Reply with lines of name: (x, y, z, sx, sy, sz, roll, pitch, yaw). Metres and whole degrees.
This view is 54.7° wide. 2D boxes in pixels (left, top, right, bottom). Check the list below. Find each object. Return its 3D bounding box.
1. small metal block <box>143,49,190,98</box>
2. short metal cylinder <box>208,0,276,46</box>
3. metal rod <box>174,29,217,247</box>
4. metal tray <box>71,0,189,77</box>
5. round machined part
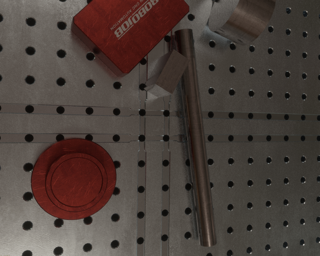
small metal block: (0.007, -0.069, 0.403, 0.025, 0.050, 0.050, 30, 80, -18)
short metal cylinder: (0.110, -0.161, 0.425, 0.050, 0.080, 0.080, 19, 84, -19)
metal rod: (0.050, 0.015, 0.432, 0.025, 0.025, 0.298, -8, 93, -20)
metal tray: (-0.036, -0.142, 0.397, 0.090, 0.030, 0.130, 45, 76, -15)
round machined part: (-0.100, 0.061, 0.367, 0.099, 0.042, 0.097, 0, 90, -20)
